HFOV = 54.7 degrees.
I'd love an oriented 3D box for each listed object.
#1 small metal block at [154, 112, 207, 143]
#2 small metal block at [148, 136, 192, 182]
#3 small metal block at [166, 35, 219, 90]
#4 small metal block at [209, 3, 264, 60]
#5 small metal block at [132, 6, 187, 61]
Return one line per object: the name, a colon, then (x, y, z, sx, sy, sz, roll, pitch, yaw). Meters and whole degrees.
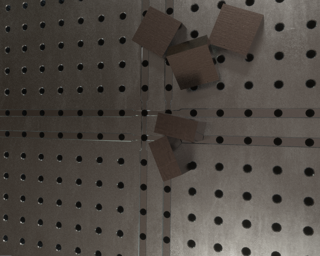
small metal block: (0.027, -0.001, 0.389, 0.050, 0.050, 0.025, 14, 95, 19)
small metal block: (0.014, 0.037, 0.394, 0.025, 0.050, 0.050, -24, 82, 18)
small metal block: (0.042, -0.080, 0.383, 0.050, 0.025, 0.050, -14, 128, 19)
small metal block: (0.093, -0.117, 0.380, 0.050, 0.025, 0.050, 24, 98, 18)
small metal block: (-0.001, -0.125, 0.412, 0.050, 0.025, 0.050, 33, 101, 16)
